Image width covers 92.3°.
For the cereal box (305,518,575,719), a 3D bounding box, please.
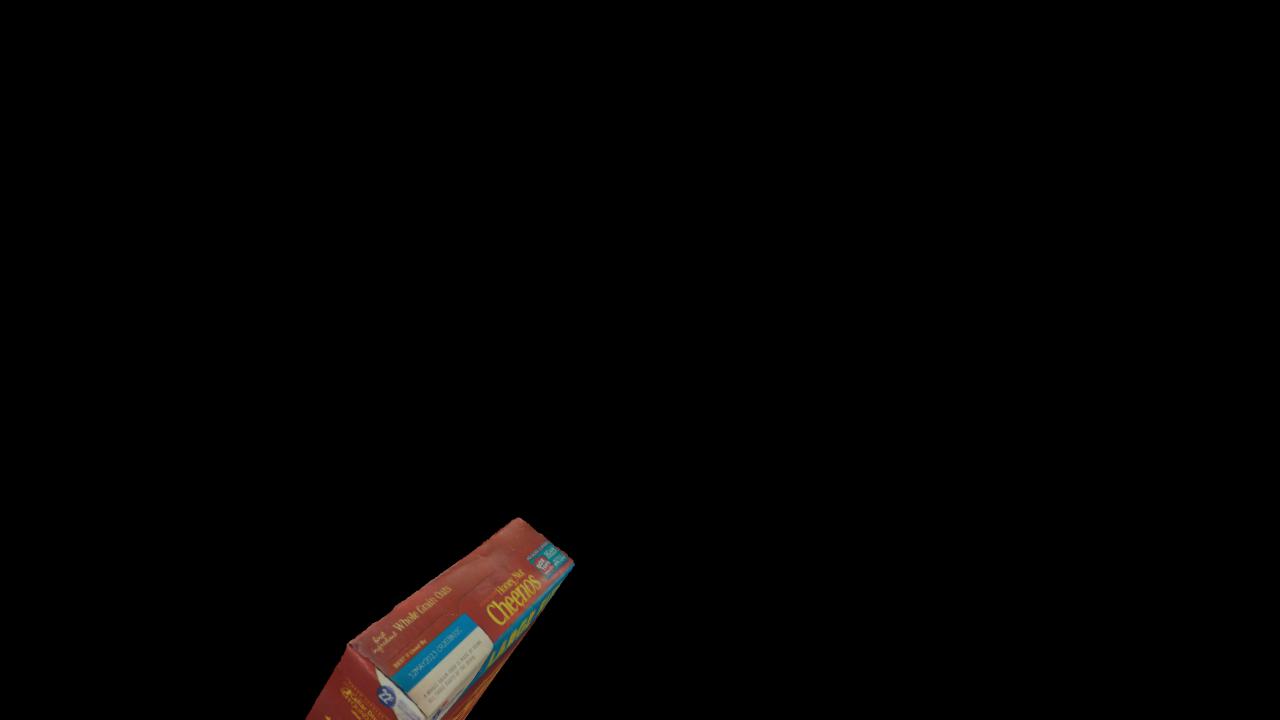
[{"bbox_3d":[-0.194,0.292,0.506,0.081,0.306,0.203,38,19,10],"label":"cereal box"}]
